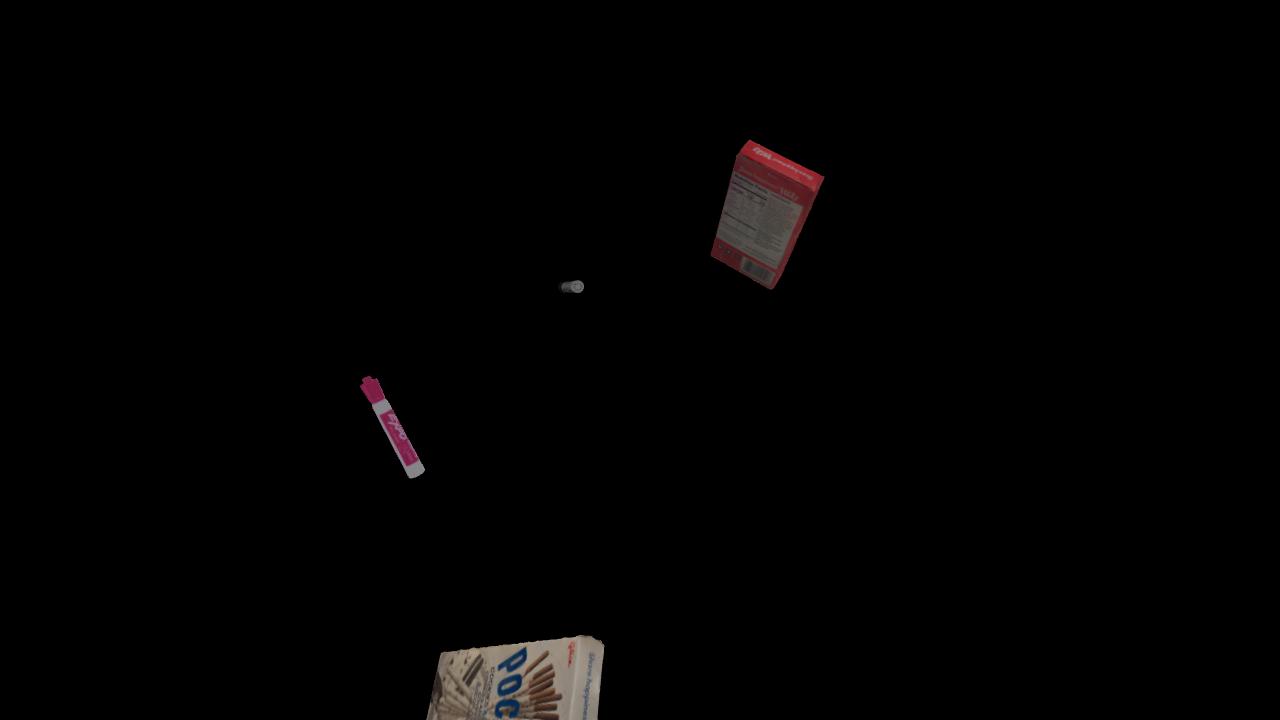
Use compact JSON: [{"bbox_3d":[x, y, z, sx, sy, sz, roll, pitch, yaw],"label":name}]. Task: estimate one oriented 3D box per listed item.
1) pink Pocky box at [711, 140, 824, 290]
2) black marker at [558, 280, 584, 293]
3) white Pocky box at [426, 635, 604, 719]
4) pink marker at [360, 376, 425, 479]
[{"bbox_3d":[0.128,-0.147,0.645,0.084,0.029,0.155,32,-27,13],"label":"pink Pocky box"},{"bbox_3d":[-0.110,-0.115,0.969,0.020,0.020,0.121,0,6,-18],"label":"black marker"},{"bbox_3d":[-0.091,0.240,0.418,0.154,0.084,0.028,-24,-44,33],"label":"white Pocky box"},{"bbox_3d":[-0.269,0.073,0.668,0.020,0.121,0.020,-20,15,6],"label":"pink marker"}]
